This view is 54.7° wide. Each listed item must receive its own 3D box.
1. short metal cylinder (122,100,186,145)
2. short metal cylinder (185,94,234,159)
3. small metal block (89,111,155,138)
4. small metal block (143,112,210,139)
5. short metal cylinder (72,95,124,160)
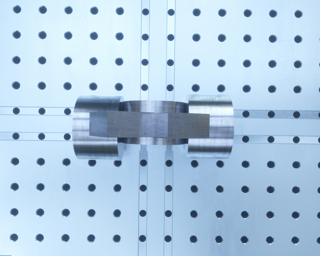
[{"bbox_3d":[-0.007,-0.006,0.385,0.081,0.080,0.050,1,90,0],"label":"short metal cylinder"},{"bbox_3d":[0.058,-0.002,0.385,0.050,0.080,0.079,1,90,1],"label":"short metal cylinder"},{"bbox_3d":[-0.040,-0.004,0.319,0.050,0.050,0.025,1,90,-32],"label":"small metal block"},{"bbox_3d":[0.016,-0.002,0.324,0.050,0.050,0.025,1,90,-31],"label":"small metal block"},{"bbox_3d":[-0.073,0.000,0.385,0.050,0.080,0.079,1,90,0],"label":"short metal cylinder"}]
